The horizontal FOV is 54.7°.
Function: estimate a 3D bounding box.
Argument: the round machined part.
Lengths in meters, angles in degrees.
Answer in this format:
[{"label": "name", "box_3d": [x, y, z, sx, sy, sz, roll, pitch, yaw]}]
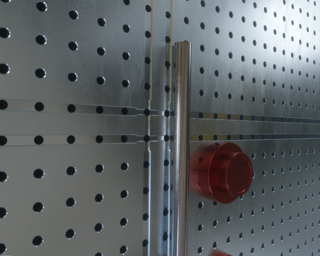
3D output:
[{"label": "round machined part", "box_3d": [0.110, 0.071, 0.490, 0.099, 0.042, 0.097, 0, 90, -40]}]

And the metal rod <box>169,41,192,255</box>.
[{"label": "metal rod", "box_3d": [0.029, 0.031, 0.433, 0.025, 0.025, 0.298, 2, 89, -40]}]
